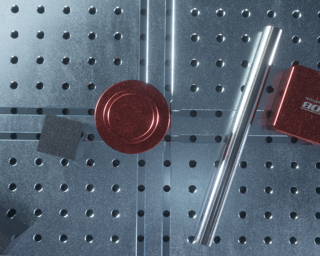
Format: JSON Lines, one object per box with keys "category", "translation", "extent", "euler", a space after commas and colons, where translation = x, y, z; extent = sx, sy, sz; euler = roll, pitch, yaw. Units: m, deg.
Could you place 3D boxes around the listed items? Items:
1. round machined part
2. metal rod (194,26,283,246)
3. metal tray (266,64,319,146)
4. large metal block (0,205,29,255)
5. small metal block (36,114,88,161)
{"category": "round machined part", "translation": [-0.036, -0.014, 0.404], "extent": [0.099, 0.042, 0.097], "euler": [0, 90, -1]}
{"category": "metal rod", "translation": [0.105, 0.011, 0.414], "extent": [0.025, 0.025, 0.298], "euler": [18, 90, -1]}
{"category": "metal tray", "translation": [0.221, -0.021, 0.414], "extent": [0.131, 0.030, 0.090], "euler": [18, 90, -1]}
{"category": "large metal block", "translation": [-0.235, 0.143, 0.398], "extent": [0.080, 0.050, 0.080], "euler": [39, 90, -1]}
{"category": "small metal block", "translation": [-0.129, 0.012, 0.412], "extent": [0.050, 0.025, 0.050], "euler": [14, 90, -1]}
